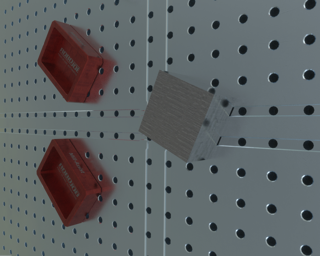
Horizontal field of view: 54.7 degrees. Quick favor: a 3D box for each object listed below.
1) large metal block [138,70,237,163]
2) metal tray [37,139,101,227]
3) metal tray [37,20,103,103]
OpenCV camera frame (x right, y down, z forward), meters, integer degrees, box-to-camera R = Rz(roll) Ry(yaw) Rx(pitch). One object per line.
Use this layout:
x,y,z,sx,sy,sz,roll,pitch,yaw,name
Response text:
0.030,-0.015,0.368,0.080,0.050,0.079,32,110,35,large metal block
-0.163,0.092,0.540,0.130,0.030,0.089,48,119,29,metal tray
-0.160,-0.115,0.538,0.130,0.030,0.089,46,118,30,metal tray
